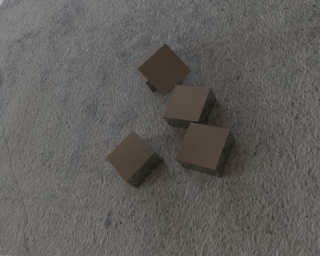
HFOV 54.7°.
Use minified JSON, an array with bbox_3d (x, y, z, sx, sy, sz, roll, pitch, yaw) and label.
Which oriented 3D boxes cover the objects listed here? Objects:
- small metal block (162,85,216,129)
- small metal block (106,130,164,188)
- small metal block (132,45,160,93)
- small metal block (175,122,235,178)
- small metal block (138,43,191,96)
[{"bbox_3d":[0.038,-0.026,0.400,0.050,0.025,0.050,9,66,32],"label":"small metal block"},{"bbox_3d":[-0.032,0.040,0.397,0.050,0.025,0.050,-46,51,-4],"label":"small metal block"},{"bbox_3d":[-0.007,-0.089,0.462,0.050,0.025,0.050,-38,51,3],"label":"small metal block"},{"bbox_3d":[0.053,0.025,0.361,0.050,0.025,0.050,12,68,33],"label":"small metal block"},{"bbox_3d":[0.006,-0.078,0.424,0.050,0.025,0.050,-43,91,3],"label":"small metal block"}]
